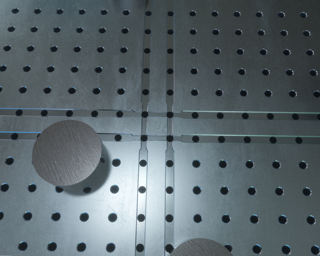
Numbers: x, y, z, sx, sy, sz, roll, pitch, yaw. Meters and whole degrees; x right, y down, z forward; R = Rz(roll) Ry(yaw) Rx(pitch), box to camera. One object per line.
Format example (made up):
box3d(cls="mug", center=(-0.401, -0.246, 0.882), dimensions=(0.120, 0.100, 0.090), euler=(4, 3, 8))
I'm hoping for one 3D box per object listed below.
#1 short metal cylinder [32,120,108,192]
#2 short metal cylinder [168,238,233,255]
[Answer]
box3d(cls="short metal cylinder", center=(-0.108, 0.036, 0.384), dimensions=(0.081, 0.050, 0.080), euler=(0, 70, 0))
box3d(cls="short metal cylinder", center=(0.043, 0.163, 0.339), dimensions=(0.081, 0.050, 0.080), euler=(0, 70, 0))
